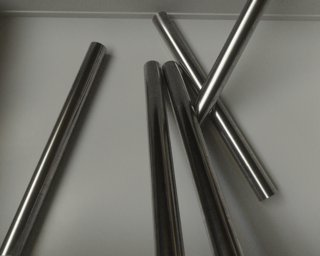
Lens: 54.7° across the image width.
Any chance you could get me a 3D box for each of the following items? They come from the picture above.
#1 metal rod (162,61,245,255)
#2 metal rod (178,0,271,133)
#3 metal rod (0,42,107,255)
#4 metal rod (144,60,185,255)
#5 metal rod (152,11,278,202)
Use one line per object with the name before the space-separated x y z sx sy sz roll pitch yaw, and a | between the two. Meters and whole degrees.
metal rod | 0.038 0.020 0.339 0.025 0.025 0.300 -9 46 -3
metal rod | 0.102 -0.119 0.381 0.025 0.025 0.298 29 101 10
metal rod | -0.132 0.017 0.402 0.025 0.025 0.299 16 71 5
metal rod | 0.000 0.021 0.338 0.025 0.025 0.300 -4 46 -2
metal rod | 0.066 -0.041 0.424 0.025 0.025 0.299 -25 72 -9
